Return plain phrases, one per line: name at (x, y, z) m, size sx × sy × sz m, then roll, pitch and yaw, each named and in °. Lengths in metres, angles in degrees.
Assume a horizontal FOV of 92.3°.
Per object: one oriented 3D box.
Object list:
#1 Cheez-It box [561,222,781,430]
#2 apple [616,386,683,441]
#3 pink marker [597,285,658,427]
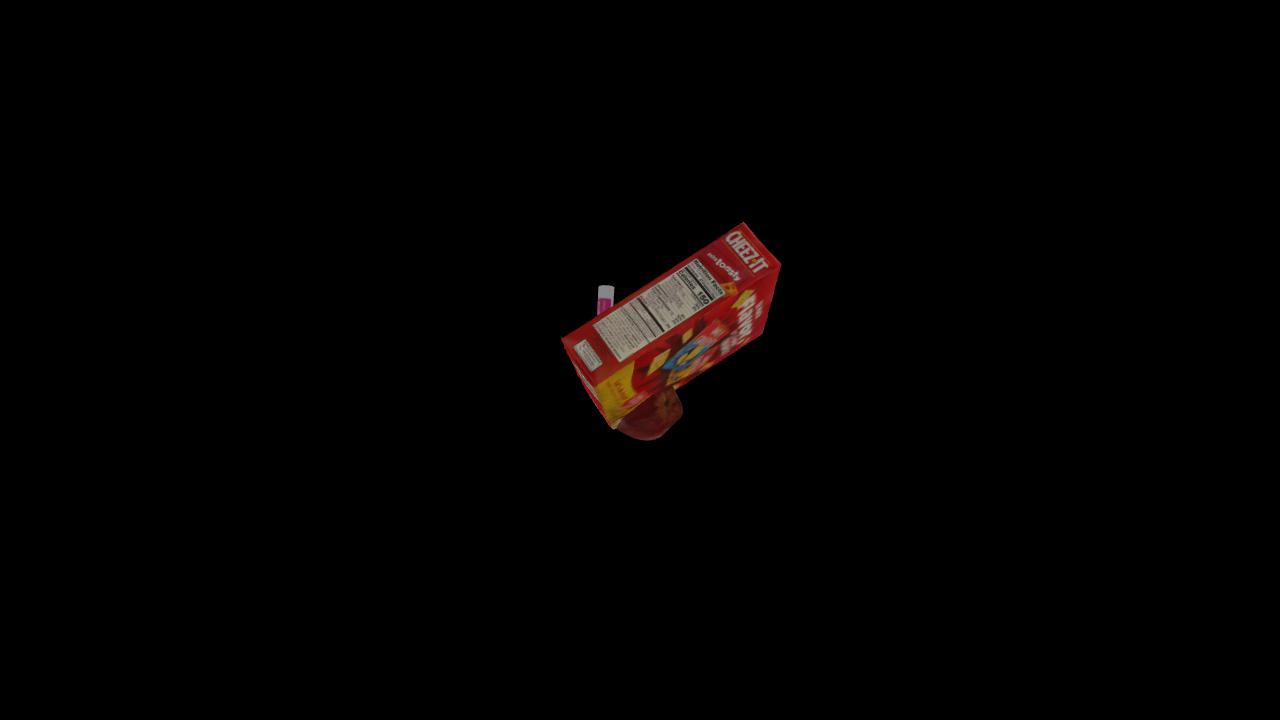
Cheez-It box at (0.037, -0.028, 0.661) m, size 0.223 × 0.071 × 0.166 m, roll -33°, pitch -20°, yaw -8°
apple at (0.005, 0.054, 0.715) m, size 0.079 × 0.079 × 0.093 m, roll 0°, pitch -5°, yaw -31°
pink marker at (-0.042, -0.025, 0.708) m, size 0.020 × 0.121 × 0.020 m, roll 3°, pitch -4°, yaw 0°
